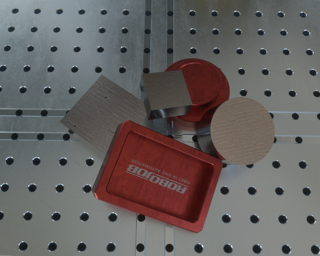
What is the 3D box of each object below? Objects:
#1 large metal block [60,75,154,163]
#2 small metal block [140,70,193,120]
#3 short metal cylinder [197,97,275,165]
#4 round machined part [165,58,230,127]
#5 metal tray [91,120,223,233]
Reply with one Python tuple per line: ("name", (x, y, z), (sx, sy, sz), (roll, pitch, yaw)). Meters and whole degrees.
("large metal block", (-0.065, -0.008, 0.401), (0.080, 0.050, 0.080), (34, 73, 11))
("small metal block", (0.006, -0.041, 0.377), (0.050, 0.025, 0.050), (-9, 67, -15))
("short metal cylinder", (0.092, 0.006, 0.385), (0.081, 0.050, 0.080), (1, 84, -11))
("round machined part", (0.046, -0.054, 0.422), (0.099, 0.042, 0.098), (0, 70, 0))
("metal tray", (0.000, 0.057, 0.358), (0.131, 0.030, 0.090), (24, 77, -15))
